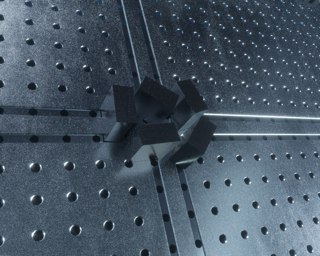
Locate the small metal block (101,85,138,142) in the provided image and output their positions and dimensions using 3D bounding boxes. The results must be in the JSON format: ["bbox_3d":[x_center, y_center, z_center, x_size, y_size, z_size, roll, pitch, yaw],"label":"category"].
[{"bbox_3d":[-0.050,-0.016,0.374,0.025,0.050,0.050,3,61,-26],"label":"small metal block"}]

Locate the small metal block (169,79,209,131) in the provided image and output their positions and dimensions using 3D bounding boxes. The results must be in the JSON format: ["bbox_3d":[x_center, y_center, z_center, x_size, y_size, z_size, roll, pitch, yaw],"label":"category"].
[{"bbox_3d":[0.033,-0.031,0.427,0.025,0.050,0.050,-17,70,-35],"label":"small metal block"}]

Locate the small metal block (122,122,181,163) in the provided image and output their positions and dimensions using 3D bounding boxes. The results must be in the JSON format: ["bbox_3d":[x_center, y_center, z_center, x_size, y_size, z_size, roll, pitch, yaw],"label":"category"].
[{"bbox_3d":[-0.011,0.018,0.374,0.050,0.050,0.025,-5,64,-31],"label":"small metal block"}]

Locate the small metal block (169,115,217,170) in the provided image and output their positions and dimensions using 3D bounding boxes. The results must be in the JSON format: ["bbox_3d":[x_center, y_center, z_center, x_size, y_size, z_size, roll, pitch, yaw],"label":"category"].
[{"bbox_3d":[0.043,0.019,0.402,0.025,0.050,0.050,36,51,-3],"label":"small metal block"}]

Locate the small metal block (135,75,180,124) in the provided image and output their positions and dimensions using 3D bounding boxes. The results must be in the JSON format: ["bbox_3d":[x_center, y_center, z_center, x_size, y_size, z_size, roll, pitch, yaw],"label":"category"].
[{"bbox_3d":[-0.011,-0.033,0.406,0.050,0.050,0.025,30,53,-10],"label":"small metal block"}]
